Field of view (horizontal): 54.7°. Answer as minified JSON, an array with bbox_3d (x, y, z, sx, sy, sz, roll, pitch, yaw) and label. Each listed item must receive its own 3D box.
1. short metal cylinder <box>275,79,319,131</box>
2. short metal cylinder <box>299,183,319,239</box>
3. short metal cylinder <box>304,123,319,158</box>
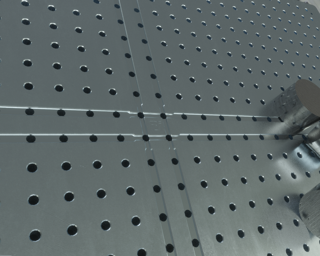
[{"bbox_3d":[0.257,-0.041,0.559,0.081,0.050,0.080,14,56,-21],"label":"short metal cylinder"},{"bbox_3d":[0.249,0.116,0.439,0.050,0.080,0.080,-19,72,-36],"label":"short metal cylinder"},{"bbox_3d":[0.296,0.018,0.525,0.050,0.080,0.080,46,51,4],"label":"short metal cylinder"}]
